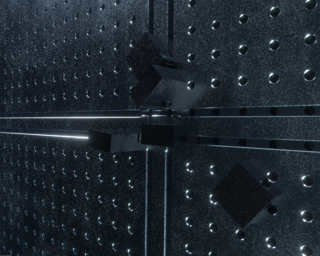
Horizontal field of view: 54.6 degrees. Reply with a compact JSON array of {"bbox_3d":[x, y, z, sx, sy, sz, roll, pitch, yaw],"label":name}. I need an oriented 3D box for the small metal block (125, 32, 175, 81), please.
[{"bbox_3d":[-0.015,-0.093,0.423,0.050,0.025,0.050,-44,64,31],"label":"small metal block"}]

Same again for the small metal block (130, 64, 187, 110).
[{"bbox_3d":[-0.002,-0.051,0.396,0.050,0.050,0.025,-50,61,28],"label":"small metal block"}]

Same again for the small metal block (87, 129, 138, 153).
[{"bbox_3d":[-0.069,0.018,0.451,0.050,0.050,0.025,11,97,39],"label":"small metal block"}]

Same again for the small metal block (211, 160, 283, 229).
[{"bbox_3d":[0.092,0.070,0.334,0.050,0.025,0.050,49,119,29],"label":"small metal block"}]

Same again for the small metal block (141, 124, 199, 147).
[{"bbox_3d":[0.012,0.008,0.384,0.050,0.050,0.025,3,92,40],"label":"small metal block"}]
